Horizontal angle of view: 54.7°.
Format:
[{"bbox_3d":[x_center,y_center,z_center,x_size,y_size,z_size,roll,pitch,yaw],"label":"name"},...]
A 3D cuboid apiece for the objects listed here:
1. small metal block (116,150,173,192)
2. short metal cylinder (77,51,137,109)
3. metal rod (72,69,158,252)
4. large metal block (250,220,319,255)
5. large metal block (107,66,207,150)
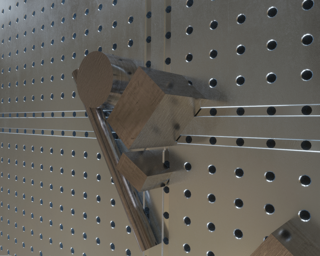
[{"bbox_3d":[-0.020,0.055,0.408,0.050,0.050,0.025,40,114,32],"label":"small metal block"},{"bbox_3d":[-0.077,-0.068,0.454,0.080,0.050,0.079,0,90,39],"label":"short metal cylinder"},{"bbox_3d":[-0.074,0.035,0.468,0.025,0.025,0.299,-38,67,33],"label":"metal rod"},{"bbox_3d":[0.121,0.150,0.292,0.080,0.050,0.080,45,117,30],"label":"large metal block"},{"bbox_3d":[-0.004,-0.022,0.375,0.050,0.081,0.080,50,119,28],"label":"large metal block"}]
